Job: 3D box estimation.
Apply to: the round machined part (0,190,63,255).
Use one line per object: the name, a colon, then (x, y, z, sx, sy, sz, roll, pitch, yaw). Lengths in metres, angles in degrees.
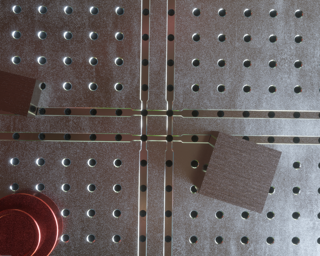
round machined part: (-0.183, 0.134, 0.403, 0.099, 0.042, 0.097, 0, 90, 0)

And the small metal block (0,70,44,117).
small metal block: (-0.190, -0.045, 0.412, 0.050, 0.025, 0.050, 14, 90, 0)

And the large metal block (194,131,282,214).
large metal block: (0.098, 0.054, 0.401, 0.080, 0.050, 0.080, 18, 90, 0)
